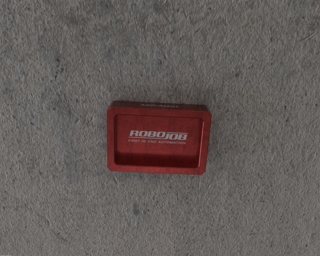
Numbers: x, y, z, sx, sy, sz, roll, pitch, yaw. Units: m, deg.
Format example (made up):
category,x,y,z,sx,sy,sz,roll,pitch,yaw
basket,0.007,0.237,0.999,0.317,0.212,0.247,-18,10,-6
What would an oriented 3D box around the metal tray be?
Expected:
category,x,y,z,sx,sy,sz,roll,pitch,yaw
metal tray,-0.003,0.013,0.411,0.131,0.030,0.089,3,110,-1
